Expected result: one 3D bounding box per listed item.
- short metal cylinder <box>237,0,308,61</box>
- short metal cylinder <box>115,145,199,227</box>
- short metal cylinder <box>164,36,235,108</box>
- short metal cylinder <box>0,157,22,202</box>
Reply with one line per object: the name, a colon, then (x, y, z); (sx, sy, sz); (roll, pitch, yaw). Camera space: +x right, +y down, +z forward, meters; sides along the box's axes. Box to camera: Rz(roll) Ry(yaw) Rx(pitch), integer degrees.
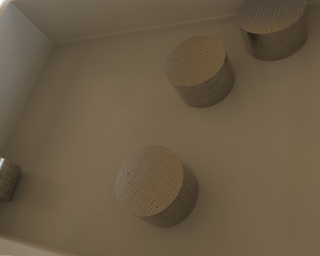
short metal cylinder: (0.144, -0.133, 0.395); (0.080, 0.050, 0.080); (-13, 56, 20)
short metal cylinder: (-0.003, 0.066, 0.349); (0.080, 0.050, 0.080); (-13, 56, 20)
short metal cylinder: (0.053, -0.073, 0.406); (0.080, 0.050, 0.080); (-13, 56, 20)
short metal cylinder: (-0.255, 0.073, 0.457); (0.080, 0.080, 0.050); (-2, 61, 27)
